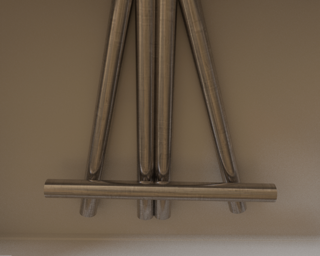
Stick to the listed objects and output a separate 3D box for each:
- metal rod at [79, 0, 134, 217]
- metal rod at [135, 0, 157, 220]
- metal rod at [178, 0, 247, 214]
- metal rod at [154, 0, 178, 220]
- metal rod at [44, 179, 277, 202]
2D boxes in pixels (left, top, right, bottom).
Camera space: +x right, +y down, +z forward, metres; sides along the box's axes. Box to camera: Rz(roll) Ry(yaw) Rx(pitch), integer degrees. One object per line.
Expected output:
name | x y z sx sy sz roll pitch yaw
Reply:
metal rod | -0.074 -0.013 0.404 0.025 0.025 0.298 11 110 -4
metal rod | -0.019 -0.011 0.406 0.025 0.025 0.298 1 110 -1
metal rod | 0.074 -0.017 0.404 0.025 0.025 0.298 -15 110 5
metal rod | 0.006 -0.011 0.406 0.025 0.025 0.298 1 110 0
metal rod | 0.001 0.083 0.413 0.302 0.025 0.025 1 110 -1
